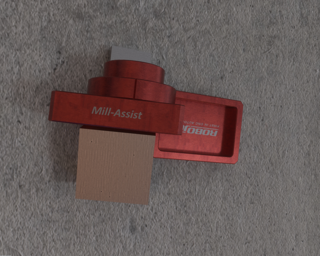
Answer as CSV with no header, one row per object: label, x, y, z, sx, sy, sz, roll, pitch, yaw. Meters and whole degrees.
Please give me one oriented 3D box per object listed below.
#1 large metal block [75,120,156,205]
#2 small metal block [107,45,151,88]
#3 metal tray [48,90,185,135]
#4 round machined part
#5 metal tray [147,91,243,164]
large metal block,-0.049,0.038,0.360,0.081,0.050,0.079,6,101,-3
small metal block,-0.042,-0.073,0.396,0.050,0.025,0.050,7,88,-20
metal tray,-0.043,-0.014,0.342,0.131,0.090,0.030,6,89,-2
round machined part,-0.030,-0.048,0.349,0.099,0.098,0.042,6,88,-20
metal tray,0.048,0.000,0.426,0.131,0.030,0.089,7,88,-20
